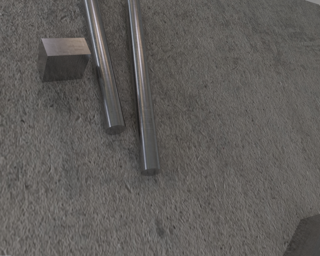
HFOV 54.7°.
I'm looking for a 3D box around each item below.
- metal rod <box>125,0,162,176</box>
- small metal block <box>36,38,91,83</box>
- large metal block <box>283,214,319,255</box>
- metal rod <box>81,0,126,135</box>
[{"bbox_3d":[-0.028,-0.079,0.436,0.025,0.025,0.299,7,59,-25],"label":"metal rod"},{"bbox_3d":[-0.117,-0.082,0.375,0.050,0.050,0.025,-12,68,-33],"label":"small metal block"},{"bbox_3d":[0.217,0.170,0.401,0.080,0.050,0.080,48,51,5],"label":"large metal block"},{"bbox_3d":[-0.088,-0.129,0.434,0.025,0.025,0.299,-1,62,-29],"label":"metal rod"}]
